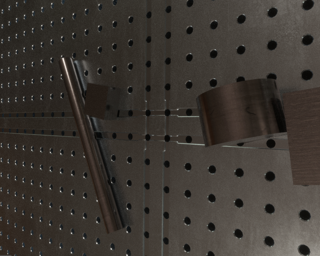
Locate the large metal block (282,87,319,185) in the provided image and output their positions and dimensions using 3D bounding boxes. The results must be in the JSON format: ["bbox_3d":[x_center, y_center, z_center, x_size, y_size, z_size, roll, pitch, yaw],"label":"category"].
[{"bbox_3d":[0.158,0.005,0.263,0.080,0.050,0.080,-8,85,39],"label":"large metal block"}]

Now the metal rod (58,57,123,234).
[{"bbox_3d":[-0.116,0.019,0.501,0.025,0.025,0.299,-31,71,35],"label":"metal rod"}]

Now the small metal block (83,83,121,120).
[{"bbox_3d":[-0.090,-0.041,0.481,0.050,0.025,0.050,16,100,38],"label":"small metal block"}]

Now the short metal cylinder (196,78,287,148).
[{"bbox_3d":[0.080,-0.012,0.306,0.080,0.081,0.050,-16,80,38],"label":"short metal cylinder"}]
